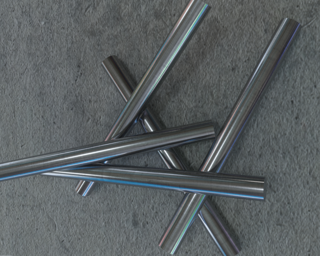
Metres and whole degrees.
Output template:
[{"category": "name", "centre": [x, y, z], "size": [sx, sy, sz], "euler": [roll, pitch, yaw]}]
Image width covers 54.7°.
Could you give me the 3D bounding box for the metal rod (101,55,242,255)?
[{"category": "metal rod", "centre": [0.009, 0.029, 0.405], "size": [0.025, 0.025, 0.299], "euler": [-36, 79, 16]}]

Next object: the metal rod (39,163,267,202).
[{"category": "metal rod", "centre": [-0.030, 0.058, 0.376], "size": [0.301, 0.025, 0.025], "euler": [1, 91, 25]}]

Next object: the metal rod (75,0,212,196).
[{"category": "metal rod", "centre": [-0.033, -0.024, 0.392], "size": [0.025, 0.025, 0.298], "euler": [41, 113, 15]}]

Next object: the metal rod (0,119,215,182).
[{"category": "metal rod", "centre": [-0.082, 0.032, 0.391], "size": [0.301, 0.025, 0.025], "euler": [-12, 86, 6]}]

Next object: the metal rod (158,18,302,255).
[{"category": "metal rod", "centre": [0.080, 0.012, 0.363], "size": [0.025, 0.025, 0.299], "euler": [29, 93, 17]}]
